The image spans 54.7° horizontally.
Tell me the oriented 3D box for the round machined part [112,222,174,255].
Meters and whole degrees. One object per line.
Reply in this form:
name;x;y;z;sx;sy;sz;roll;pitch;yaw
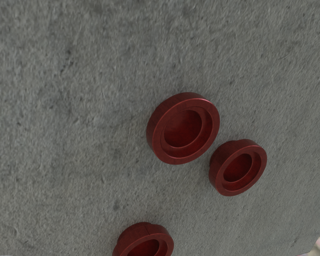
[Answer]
round machined part;-0.030;0.192;0.500;0.099;0.042;0.097;-14;125;-21

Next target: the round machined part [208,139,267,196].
round machined part;0.120;0.059;0.501;0.099;0.042;0.097;-14;125;-21

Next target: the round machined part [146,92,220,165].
round machined part;0.026;-0.003;0.410;0.099;0.042;0.097;-14;125;-21
